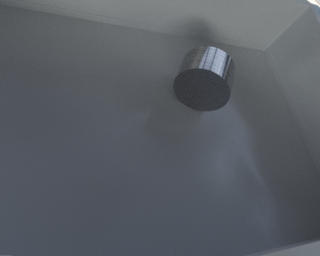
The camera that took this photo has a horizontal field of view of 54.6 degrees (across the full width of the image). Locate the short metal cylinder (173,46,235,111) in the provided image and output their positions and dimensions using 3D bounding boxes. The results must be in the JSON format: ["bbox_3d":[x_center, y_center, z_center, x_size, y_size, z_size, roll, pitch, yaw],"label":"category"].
[{"bbox_3d":[0.065,-0.070,0.447,0.080,0.080,0.050,29,52,-10],"label":"short metal cylinder"}]
